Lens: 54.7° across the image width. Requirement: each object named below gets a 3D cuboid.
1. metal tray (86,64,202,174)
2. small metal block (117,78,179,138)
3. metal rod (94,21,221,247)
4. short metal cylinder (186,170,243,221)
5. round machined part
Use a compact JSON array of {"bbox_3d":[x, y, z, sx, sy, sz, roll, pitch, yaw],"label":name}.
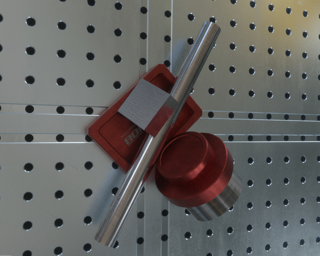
[{"bbox_3d":[-0.018,-0.009,0.403,0.130,0.030,0.090,-45,104,-15],"label":"metal tray"},{"bbox_3d":[-0.014,-0.025,0.372,0.050,0.050,0.025,-54,145,-3],"label":"small metal block"},{"bbox_3d":[0.002,0.000,0.382,0.025,0.025,0.299,30,80,-18],"label":"metal rod"},{"bbox_3d":[0.059,0.074,0.405,0.080,0.080,0.050,-45,105,-15],"label":"short metal cylinder"},{"bbox_3d":[0.035,0.043,0.377,0.098,0.098,0.042,-48,127,-14],"label":"round machined part"}]
